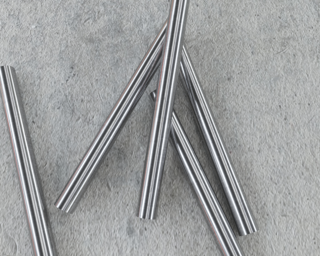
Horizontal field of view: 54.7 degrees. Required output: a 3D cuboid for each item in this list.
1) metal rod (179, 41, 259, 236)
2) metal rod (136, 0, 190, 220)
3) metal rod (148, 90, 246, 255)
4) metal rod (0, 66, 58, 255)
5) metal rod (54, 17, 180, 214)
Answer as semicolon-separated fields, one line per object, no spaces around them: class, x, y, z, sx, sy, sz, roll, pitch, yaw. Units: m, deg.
metal rod;0.060;-0.011;0.412;0.025;0.025;0.299;-16;71;-6
metal rod;0.007;-0.039;0.391;0.025;0.025;0.299;9;82;3
metal rod;0.055;0.082;0.378;0.025;0.025;0.299;-22;72;-8
metal rod;-0.166;0.052;0.387;0.025;0.025;0.299;-19;71;-7
metal rod;-0.045;-0.031;0.404;0.025;0.025;0.300;27;77;9
